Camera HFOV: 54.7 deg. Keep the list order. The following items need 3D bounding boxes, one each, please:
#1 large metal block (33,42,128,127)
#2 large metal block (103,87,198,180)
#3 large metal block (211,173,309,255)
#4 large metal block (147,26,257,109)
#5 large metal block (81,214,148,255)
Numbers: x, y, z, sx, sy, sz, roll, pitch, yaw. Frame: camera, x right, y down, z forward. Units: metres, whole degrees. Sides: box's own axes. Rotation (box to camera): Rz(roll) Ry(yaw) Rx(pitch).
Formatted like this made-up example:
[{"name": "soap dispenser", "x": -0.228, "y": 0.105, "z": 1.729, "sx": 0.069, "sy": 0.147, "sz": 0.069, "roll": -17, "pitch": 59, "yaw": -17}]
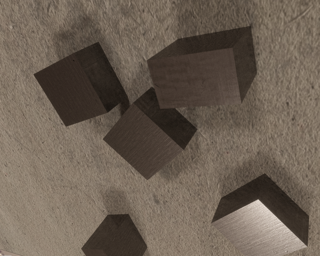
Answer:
[{"name": "large metal block", "x": -0.103, "y": -0.056, "z": 0.409, "sx": 0.080, "sy": 0.050, "sz": 0.080, "roll": -15, "pitch": 111, "yaw": 34}, {"name": "large metal block", "x": -0.013, "y": 0.008, "z": 0.401, "sx": 0.080, "sy": 0.050, "sz": 0.080, "roll": 43, "pitch": 129, "yaw": -2}, {"name": "large metal block", "x": 0.128, "y": 0.118, "z": 0.396, "sx": 0.080, "sy": 0.050, "sz": 0.080, "roll": 44, "pitch": 129, "yaw": -3}, {"name": "large metal block", "x": 0.046, "y": -0.061, "z": 0.309, "sx": 0.080, "sy": 0.080, "sz": 0.050, "roll": -2, "pitch": 118, "yaw": 28}, {"name": "large metal block", "x": -0.076, "y": 0.209, "z": 0.538, "sx": 0.050, "sy": 0.080, "sz": 0.080, "roll": -13, "pitch": 112, "yaw": 33}]
